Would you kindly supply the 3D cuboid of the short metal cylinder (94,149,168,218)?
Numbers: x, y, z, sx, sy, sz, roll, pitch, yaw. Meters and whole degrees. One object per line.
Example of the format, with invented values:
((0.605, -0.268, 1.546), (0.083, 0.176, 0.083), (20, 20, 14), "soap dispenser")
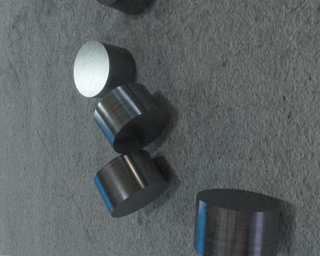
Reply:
((-0.037, 0.072, 0.400), (0.080, 0.081, 0.050), (-48, 62, 29), "short metal cylinder")

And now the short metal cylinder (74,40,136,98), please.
((-0.082, -0.084, 0.457), (0.080, 0.050, 0.080), (0, 90, 40), "short metal cylinder")

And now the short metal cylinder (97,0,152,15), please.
((-0.049, -0.204, 0.430), (0.080, 0.050, 0.080), (0, 90, 40), "short metal cylinder")

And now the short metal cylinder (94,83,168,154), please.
((-0.037, -0.012, 0.400), (0.050, 0.081, 0.080), (52, 120, 27), "short metal cylinder")

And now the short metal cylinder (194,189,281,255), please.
((0.075, 0.095, 0.307), (0.080, 0.081, 0.050), (6, 94, 40), "short metal cylinder")
